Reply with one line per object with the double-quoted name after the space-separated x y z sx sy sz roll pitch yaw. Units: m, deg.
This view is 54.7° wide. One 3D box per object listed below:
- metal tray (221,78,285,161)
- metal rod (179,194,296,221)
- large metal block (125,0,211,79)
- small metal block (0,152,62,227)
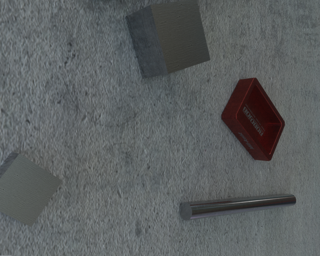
0.168 -0.013 0.545 0.130 0.030 0.090 45 63 -31 "metal tray"
0.151 0.132 0.534 0.302 0.025 0.025 7 86 -40 "metal rod"
0.012 -0.115 0.400 0.081 0.050 0.080 -25 106 -37 "large metal block"
-0.132 0.058 0.295 0.050 0.025 0.050 44 63 -32 "small metal block"
